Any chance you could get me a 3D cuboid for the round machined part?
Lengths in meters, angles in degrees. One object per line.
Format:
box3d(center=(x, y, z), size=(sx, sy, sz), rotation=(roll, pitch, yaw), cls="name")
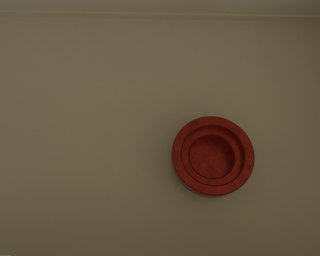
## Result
box3d(center=(0.063, 0.038, 0.388), size=(0.099, 0.042, 0.098), rotation=(0, 70, -1), cls="round machined part")
